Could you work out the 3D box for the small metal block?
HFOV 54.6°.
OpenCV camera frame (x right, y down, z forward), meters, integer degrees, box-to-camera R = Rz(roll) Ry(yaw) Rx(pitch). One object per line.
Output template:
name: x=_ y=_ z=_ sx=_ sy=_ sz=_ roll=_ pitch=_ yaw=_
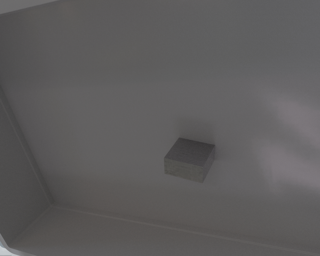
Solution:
small metal block: x=0.039 y=0.040 z=0.397 sx=0.050 sy=0.050 sz=0.025 roll=11 pitch=123 yaw=22
